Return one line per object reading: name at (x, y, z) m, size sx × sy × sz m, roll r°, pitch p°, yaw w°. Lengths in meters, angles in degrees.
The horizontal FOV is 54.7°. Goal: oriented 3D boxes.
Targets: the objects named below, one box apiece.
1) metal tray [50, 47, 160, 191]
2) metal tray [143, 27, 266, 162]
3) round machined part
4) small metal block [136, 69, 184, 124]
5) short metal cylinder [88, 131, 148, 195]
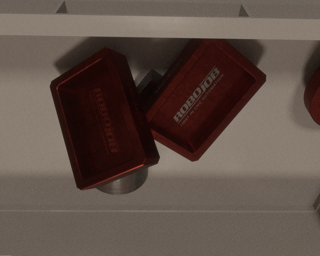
metal tray at (-0.063, -0.009, 0.335) m, size 0.090 × 0.129 × 0.030 m, roll -25°, pitch 166°, yaw 24°
metal tray at (0.044, -0.034, 0.351) m, size 0.090 × 0.030 × 0.130 m, roll 32°, pitch 105°, yaw -25°
round machined part at (0.218, -0.047, 0.361) m, size 0.099 × 0.042 × 0.097 m, roll -1°, pitch 130°, yaw 0°
small metal block at (-0.005, -0.036, 0.379) m, size 0.050 × 0.025 × 0.050 m, roll 30°, pitch 123°, yaw -24°
short metal cylinder at (-0.055, 0.040, 0.406) m, size 0.081 × 0.080 × 0.050 m, roll 3°, pitch 130°, yaw -3°
